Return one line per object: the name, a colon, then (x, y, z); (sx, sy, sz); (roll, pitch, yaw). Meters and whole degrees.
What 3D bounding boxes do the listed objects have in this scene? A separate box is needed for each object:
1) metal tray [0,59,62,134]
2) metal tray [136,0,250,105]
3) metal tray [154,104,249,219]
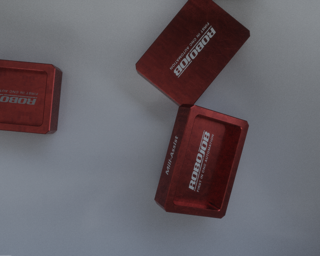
metal tray: (-0.201, -0.042, 0.407); (0.131, 0.030, 0.089); (5, 90, 0)
metal tray: (0.042, -0.100, 0.409); (0.090, 0.030, 0.130); (39, 90, 0)
metal tray: (0.054, 0.043, 0.391); (0.091, 0.030, 0.129); (15, 90, -25)
